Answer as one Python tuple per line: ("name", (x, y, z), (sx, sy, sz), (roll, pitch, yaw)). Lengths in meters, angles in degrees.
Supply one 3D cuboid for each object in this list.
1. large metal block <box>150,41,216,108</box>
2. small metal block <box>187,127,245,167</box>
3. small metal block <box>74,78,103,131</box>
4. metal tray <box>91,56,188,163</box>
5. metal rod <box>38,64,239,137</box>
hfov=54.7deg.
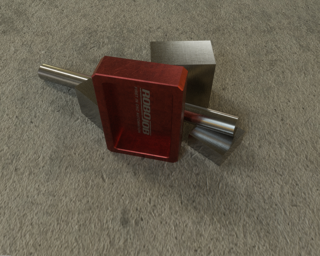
("large metal block", (0.028, -0.072, 0.428), (0.081, 0.080, 0.050), (-2, 50, -2))
("small metal block", (0.071, 0.013, 0.395), (0.050, 0.025, 0.050), (34, 58, 25))
("small metal block", (-0.083, -0.030, 0.412), (0.050, 0.050, 0.025), (37, 59, 26))
("metal tray", (-0.019, -0.015, 0.349), (0.090, 0.129, 0.030), (9, 51, 8))
("metal rod", (-0.043, -0.044, 0.423), (0.301, 0.025, 0.025), (17, 52, 20))
